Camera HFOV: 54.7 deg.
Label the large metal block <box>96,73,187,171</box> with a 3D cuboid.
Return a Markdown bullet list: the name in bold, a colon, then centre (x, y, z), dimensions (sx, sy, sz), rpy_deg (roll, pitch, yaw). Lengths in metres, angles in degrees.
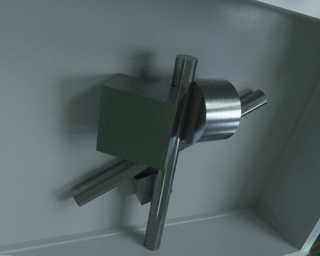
- **large metal block**: centre (-0.021, -0.008, 0.350), dimensions (0.080, 0.050, 0.079), rpy_deg (16, 117, 9)

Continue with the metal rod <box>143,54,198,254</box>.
- **metal rod**: centre (0.009, 0.053, 0.412), dimensions (0.025, 0.025, 0.298), rpy_deg (-5, 120, -27)

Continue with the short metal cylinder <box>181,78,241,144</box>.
- **short metal cylinder**: centre (0.055, -0.022, 0.388), dimensions (0.050, 0.080, 0.079), rpy_deg (-5, 121, -28)

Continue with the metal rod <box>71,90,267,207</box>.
- **metal rod**: centre (0.021, 0.023, 0.433), dimensions (0.302, 0.025, 0.025), rpy_deg (-28, 128, -11)

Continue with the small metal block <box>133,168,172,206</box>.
- **small metal block**: centre (-0.012, 0.078, 0.450), dimensions (0.050, 0.025, 0.050), rpy_deg (-20, 126, -17)
